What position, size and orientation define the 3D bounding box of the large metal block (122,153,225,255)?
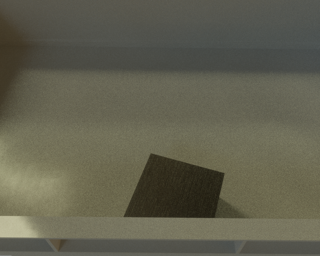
[{"bbox_3d":[0.016,0.082,0.320,0.080,0.050,0.080,14,51,11],"label":"large metal block"}]
